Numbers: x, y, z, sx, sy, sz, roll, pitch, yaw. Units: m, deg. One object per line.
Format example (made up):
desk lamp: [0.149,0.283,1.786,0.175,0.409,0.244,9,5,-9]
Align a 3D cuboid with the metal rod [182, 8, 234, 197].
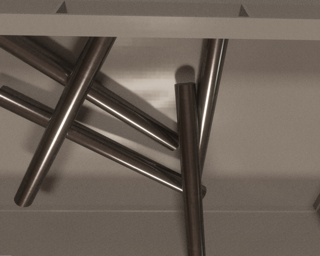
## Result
metal rod: [0.055,-0.003,0.407,0.025,0.025,0.298,2,130,-2]

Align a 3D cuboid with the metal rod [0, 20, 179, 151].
metal rod: [-0.094,-0.052,0.362,0.301,0.025,0.025,32,123,-25]

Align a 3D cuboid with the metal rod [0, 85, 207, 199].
metal rod: [-0.066,0.028,0.414,0.301,0.025,0.025,28,125,-16]

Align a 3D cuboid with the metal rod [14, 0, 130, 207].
metal rod: [-0.115,-0.007,0.361,0.025,0.025,0.298,24,120,-20]

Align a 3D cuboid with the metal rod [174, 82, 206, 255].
metal rod: [0.043,0.091,0.406,0.025,0.025,0.298,-4,105,3]
